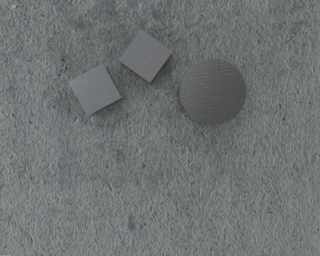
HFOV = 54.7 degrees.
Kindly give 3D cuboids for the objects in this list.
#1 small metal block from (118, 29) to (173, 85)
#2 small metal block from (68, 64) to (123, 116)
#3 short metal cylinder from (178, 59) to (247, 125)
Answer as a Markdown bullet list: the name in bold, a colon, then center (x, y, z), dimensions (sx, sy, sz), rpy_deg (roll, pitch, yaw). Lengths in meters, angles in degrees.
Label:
- **small metal block**: center (-0.019, -0.093, 0.410), dimensions (0.050, 0.025, 0.050), rpy_deg (36, 90, -1)
- **small metal block**: center (-0.083, -0.049, 0.409), dimensions (0.050, 0.025, 0.050), rpy_deg (-29, 90, -1)
- **short metal cylinder**: center (0.064, -0.044, 0.398), dimensions (0.081, 0.050, 0.079), rpy_deg (0, 90, -1)
